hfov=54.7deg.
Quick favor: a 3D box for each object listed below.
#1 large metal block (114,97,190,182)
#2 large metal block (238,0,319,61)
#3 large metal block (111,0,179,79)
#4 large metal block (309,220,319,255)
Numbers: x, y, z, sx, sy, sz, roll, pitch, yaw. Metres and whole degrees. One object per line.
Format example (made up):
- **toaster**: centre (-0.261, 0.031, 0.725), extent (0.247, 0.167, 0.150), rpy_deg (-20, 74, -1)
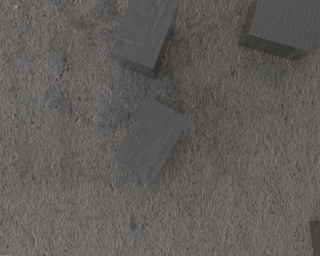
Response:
- **large metal block**: centre (-0.009, 0.012, 0.382), extent (0.050, 0.080, 0.080), rpy_deg (29, 90, 0)
- **large metal block**: centre (0.156, -0.140, 0.398), extent (0.080, 0.050, 0.080), rpy_deg (16, 90, 0)
- **large metal block**: centre (-0.017, -0.112, 0.382), extent (0.050, 0.080, 0.080), rpy_deg (21, 90, 0)
- **large metal block**: centre (0.249, 0.163, 0.399), extent (0.080, 0.050, 0.080), rpy_deg (-7, 90, 0)
